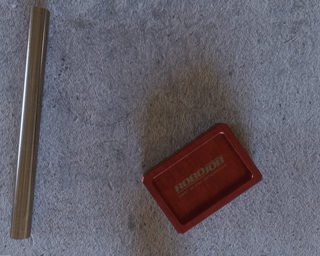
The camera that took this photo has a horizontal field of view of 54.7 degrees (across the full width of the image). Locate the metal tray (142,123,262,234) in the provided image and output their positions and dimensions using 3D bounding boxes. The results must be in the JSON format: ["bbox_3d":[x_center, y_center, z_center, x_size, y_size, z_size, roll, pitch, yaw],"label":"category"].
[{"bbox_3d":[0.054,0.064,0.408,0.130,0.030,0.090,-35,90,-1],"label":"metal tray"}]

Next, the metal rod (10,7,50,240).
[{"bbox_3d":[-0.171,-0.006,0.407,0.025,0.025,0.298,5,90,-1],"label":"metal rod"}]
